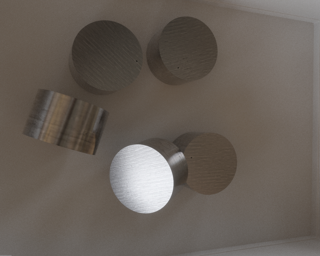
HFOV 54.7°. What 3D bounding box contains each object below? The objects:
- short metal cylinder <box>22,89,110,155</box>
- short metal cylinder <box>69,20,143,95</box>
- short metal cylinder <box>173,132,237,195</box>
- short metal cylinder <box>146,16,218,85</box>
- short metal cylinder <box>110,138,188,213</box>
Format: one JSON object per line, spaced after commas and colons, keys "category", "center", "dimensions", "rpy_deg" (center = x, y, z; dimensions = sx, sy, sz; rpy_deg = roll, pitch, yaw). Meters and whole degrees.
{"category": "short metal cylinder", "center": [-0.103, -0.005, 0.344], "dimensions": [0.081, 0.080, 0.050], "rpy_deg": [19, 84, -19]}
{"category": "short metal cylinder", "center": [-0.067, -0.082, 0.373], "dimensions": [0.081, 0.050, 0.079], "rpy_deg": [0, 90, -21]}
{"category": "short metal cylinder", "center": [0.056, 0.046, 0.419], "dimensions": [0.081, 0.050, 0.079], "rpy_deg": [0, 90, -21]}
{"category": "short metal cylinder", "center": [0.028, -0.099, 0.409], "dimensions": [0.081, 0.050, 0.079], "rpy_deg": [0, 90, -21]}
{"category": "short metal cylinder", "center": [-0.012, 0.055, 0.372], "dimensions": [0.080, 0.050, 0.079], "rpy_deg": [3, 98, 23]}
